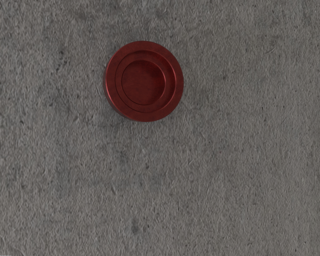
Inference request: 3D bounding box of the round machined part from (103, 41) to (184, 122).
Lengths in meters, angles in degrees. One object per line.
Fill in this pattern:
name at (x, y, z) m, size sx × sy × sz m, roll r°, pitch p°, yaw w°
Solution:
round machined part at (-0.023, -0.056, 0.391) m, size 0.099 × 0.042 × 0.097 m, roll 0°, pitch 90°, yaw -20°
